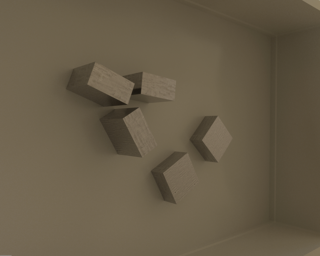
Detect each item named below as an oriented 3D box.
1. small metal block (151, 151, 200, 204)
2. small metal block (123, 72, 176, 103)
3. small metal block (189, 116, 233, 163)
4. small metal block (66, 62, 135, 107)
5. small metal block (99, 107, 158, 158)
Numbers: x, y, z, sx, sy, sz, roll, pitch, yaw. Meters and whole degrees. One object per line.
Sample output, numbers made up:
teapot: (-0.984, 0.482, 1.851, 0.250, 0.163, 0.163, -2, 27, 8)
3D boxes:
small metal block: (0.022, 0.067, 0.425, 0.050, 0.025, 0.050, -35, 112, -34)
small metal block: (-0.017, -0.048, 0.376, 0.050, 0.050, 0.025, 7, 86, -40)
small metal block: (0.079, 0.017, 0.473, 0.050, 0.025, 0.050, 52, 60, -28)
small metal block: (-0.065, -0.045, 0.336, 0.050, 0.050, 0.025, 26, 74, -37)
small metal block: (-0.037, 0.005, 0.359, 0.025, 0.050, 0.050, -38, 114, -33)
